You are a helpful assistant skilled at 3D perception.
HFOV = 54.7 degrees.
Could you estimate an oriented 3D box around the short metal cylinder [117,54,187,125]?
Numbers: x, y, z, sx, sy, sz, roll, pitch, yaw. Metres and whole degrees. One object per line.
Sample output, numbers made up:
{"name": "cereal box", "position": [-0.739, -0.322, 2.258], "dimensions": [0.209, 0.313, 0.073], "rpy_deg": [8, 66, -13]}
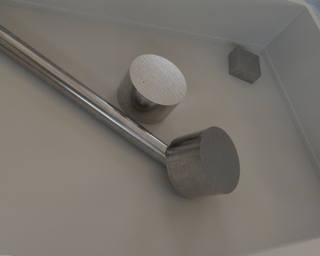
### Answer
{"name": "short metal cylinder", "position": [-0.011, -0.051, 0.416], "dimensions": [0.081, 0.050, 0.080], "rpy_deg": [14, 56, -21]}

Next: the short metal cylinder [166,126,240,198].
{"name": "short metal cylinder", "position": [0.054, 0.043, 0.377], "dimensions": [0.080, 0.050, 0.080], "rpy_deg": [20, 62, -41]}

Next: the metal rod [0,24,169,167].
{"name": "metal rod", "position": [-0.108, -0.049, 0.378], "dimensions": [0.301, 0.025, 0.025], "rpy_deg": [36, 51, -5]}

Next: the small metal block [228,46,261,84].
{"name": "small metal block", "position": [0.153, -0.114, 0.560], "dimensions": [0.050, 0.025, 0.050], "rpy_deg": [19, 54, -18]}
